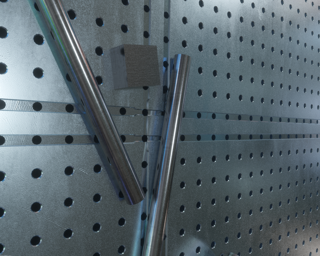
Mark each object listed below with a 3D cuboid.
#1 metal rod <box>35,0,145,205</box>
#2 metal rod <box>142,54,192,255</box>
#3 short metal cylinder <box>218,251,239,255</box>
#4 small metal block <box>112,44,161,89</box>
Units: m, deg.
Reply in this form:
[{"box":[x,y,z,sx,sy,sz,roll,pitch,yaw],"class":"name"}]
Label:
[{"box":[-0.081,-0.045,0.342,0.025,0.025,0.298,-33,111,-35],"class":"metal rod"},{"box":[0.008,0.046,0.418,0.025,0.025,0.298,16,80,-39],"class":"metal rod"},{"box":[0.108,0.236,0.468,0.050,0.080,0.080,-35,112,-35],"class":"short metal cylinder"},{"box":[-0.029,-0.076,0.387,0.050,0.025,0.050,-10,97,-40],"class":"small metal block"}]
